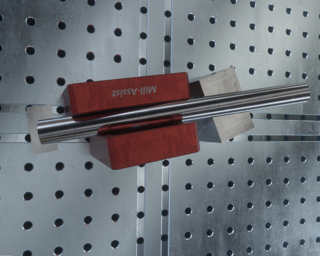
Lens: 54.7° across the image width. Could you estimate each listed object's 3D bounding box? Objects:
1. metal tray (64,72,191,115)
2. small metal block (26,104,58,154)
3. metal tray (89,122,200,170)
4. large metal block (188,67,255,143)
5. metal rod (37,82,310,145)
[{"bbox_3d":[-0.042,-0.039,0.362,0.131,0.090,0.030,-10,95,-20],"label":"metal tray"},{"bbox_3d":[-0.133,0.001,0.350,0.025,0.050,0.050,-9,93,-20],"label":"small metal block"},{"bbox_3d":[-0.025,0.015,0.348,0.091,0.130,0.030,-10,94,-20],"label":"metal tray"},{"bbox_3d":[0.067,-0.028,0.408,0.050,0.080,0.080,-24,98,-19],"label":"large metal block"},{"bbox_3d":[0.025,-0.019,0.343,0.302,0.025,0.025,-9,94,-11],"label":"metal rod"}]
